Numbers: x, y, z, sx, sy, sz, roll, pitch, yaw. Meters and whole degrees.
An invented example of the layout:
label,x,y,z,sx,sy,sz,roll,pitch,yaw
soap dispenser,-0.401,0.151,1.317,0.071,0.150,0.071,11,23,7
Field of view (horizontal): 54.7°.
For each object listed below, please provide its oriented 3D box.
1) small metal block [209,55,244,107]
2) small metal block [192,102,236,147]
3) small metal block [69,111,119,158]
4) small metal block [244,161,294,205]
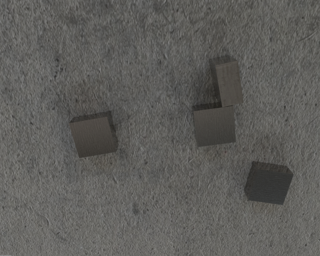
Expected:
label,x,y,z,sx,sy,sz,roll,pitch,yaw
small metal block,0.079,-0.058,0.376,0.025,0.050,0.050,-12,110,4
small metal block,0.071,-0.006,0.408,0.050,0.025,0.050,-8,110,2
small metal block,-0.087,0.008,0.412,0.050,0.025,0.050,-10,110,3
small metal block,0.153,0.078,0.440,0.050,0.025,0.050,9,110,-4
